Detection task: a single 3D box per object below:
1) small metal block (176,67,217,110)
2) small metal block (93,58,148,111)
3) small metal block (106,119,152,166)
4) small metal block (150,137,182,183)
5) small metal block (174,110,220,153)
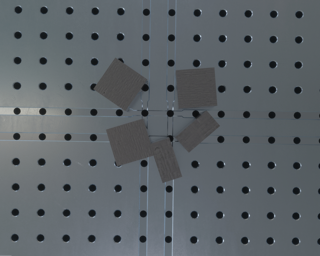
[{"bbox_3d":[0.047,-0.052,0.414,0.050,0.025,0.050,-4,90,0],"label":"small metal block"},{"bbox_3d":[-0.051,-0.057,0.413,0.050,0.025,0.050,35,90,0],"label":"small metal block"},{"bbox_3d":[-0.039,0.019,0.413,0.050,0.025,0.050,-17,90,0],"label":"small metal block"},{"bbox_3d":[0.007,0.039,0.401,0.025,0.050,0.050,-18,90,0],"label":"small metal block"},{"bbox_3d":[0.046,0.004,0.401,0.050,0.050,0.025,-41,90,0],"label":"small metal block"}]
